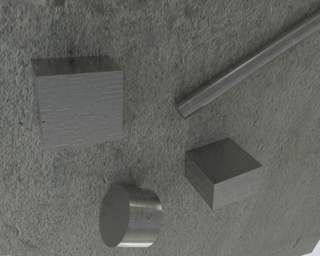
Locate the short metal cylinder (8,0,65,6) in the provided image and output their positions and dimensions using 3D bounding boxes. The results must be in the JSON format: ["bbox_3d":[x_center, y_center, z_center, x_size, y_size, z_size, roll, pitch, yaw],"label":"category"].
[{"bbox_3d":[-0.111,-0.127,0.232,0.081,0.080,0.050,0,119,-29],"label":"short metal cylinder"}]

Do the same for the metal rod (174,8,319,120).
[{"bbox_3d":[0.150,-0.104,0.424,0.301,0.025,0.025,-34,129,-6],"label":"metal rod"}]

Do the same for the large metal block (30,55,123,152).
[{"bbox_3d":[-0.086,-0.028,0.326,0.081,0.050,0.079,-9,123,-24],"label":"large metal block"}]

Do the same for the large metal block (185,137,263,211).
[{"bbox_3d":[0.092,0.065,0.462,0.081,0.080,0.050,-16,125,-19],"label":"large metal block"}]

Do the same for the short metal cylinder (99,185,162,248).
[{"bbox_3d":[-0.041,0.121,0.424,0.050,0.080,0.080,16,110,-35],"label":"short metal cylinder"}]
